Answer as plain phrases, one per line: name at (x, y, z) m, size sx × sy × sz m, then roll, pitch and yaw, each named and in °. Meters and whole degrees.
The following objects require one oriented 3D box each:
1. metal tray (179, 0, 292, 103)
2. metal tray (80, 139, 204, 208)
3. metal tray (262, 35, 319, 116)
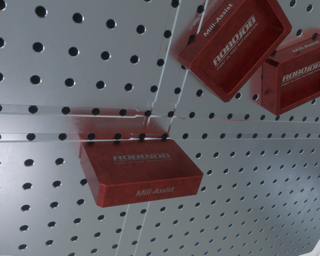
metal tray at (0.097, -0.107, 0.393) m, size 0.130 × 0.030 × 0.090 m, roll -49°, pitch 129°, yaw 7°
metal tray at (-0.024, 0.050, 0.386) m, size 0.131 × 0.090 × 0.030 m, roll -1°, pitch 119°, yaw -28°
metal tray at (0.219, -0.083, 0.475) m, size 0.131 × 0.030 × 0.090 m, roll -23°, pitch 127°, yaw -14°
